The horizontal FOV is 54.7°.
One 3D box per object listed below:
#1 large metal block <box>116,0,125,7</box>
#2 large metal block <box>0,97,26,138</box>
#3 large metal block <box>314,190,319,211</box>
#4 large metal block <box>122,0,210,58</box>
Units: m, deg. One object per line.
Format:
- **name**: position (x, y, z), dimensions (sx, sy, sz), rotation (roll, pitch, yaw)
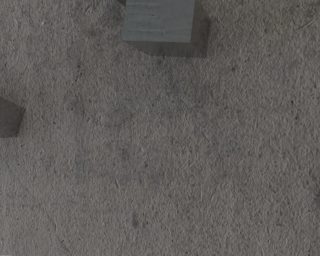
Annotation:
- **large metal block**: position (-0.052, -0.217, 0.414), dimensions (0.080, 0.050, 0.080), rotation (40, 103, 15)
- **large metal block**: position (-0.274, -0.022, 0.477), dimensions (0.080, 0.080, 0.050), rotation (23, 98, 18)
- **large metal block**: position (0.202, 0.058, 0.308), dimensions (0.050, 0.080, 0.080), rotation (27, 99, 18)
- **large metal block**: position (0.011, -0.120, 0.376), dimensions (0.080, 0.080, 0.050), rotation (7, 93, 20)
